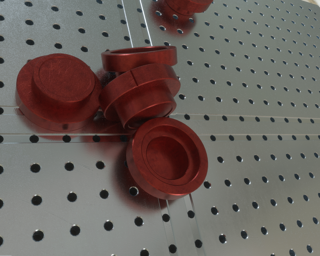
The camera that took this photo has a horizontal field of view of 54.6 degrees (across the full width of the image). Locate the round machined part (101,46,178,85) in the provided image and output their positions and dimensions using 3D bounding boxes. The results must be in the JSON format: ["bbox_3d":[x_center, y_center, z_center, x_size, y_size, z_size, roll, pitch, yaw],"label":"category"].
[{"bbox_3d":[-0.026,-0.082,0.411,0.099,0.098,0.042,-19,114,-35],"label":"round machined part"}]

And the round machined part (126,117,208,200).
[{"bbox_3d":[0.005,0.039,0.375,0.099,0.042,0.098,13,57,-22],"label":"round machined part"}]

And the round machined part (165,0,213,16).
[{"bbox_3d":[0.047,-0.249,0.574,0.099,0.042,0.098,13,56,-21],"label":"round machined part"}]

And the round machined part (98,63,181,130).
[{"bbox_3d":[-0.019,-0.031,0.369,0.099,0.098,0.042,-14,72,-34],"label":"round machined part"}]

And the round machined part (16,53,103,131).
[{"bbox_3d":[-0.115,-0.049,0.365,0.099,0.042,0.098,13,56,-21],"label":"round machined part"}]
